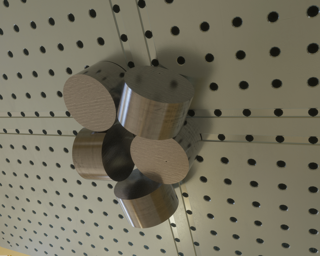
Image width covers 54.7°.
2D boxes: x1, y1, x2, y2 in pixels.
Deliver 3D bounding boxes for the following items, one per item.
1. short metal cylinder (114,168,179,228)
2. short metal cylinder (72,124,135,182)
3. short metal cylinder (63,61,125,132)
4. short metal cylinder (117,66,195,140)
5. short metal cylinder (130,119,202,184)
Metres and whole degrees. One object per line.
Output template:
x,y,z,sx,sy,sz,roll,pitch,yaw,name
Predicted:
-0.019,0.096,0.444,0.080,0.080,0.050,-6,116,31,short metal cylinder
-0.076,0.035,0.438,0.050,0.080,0.080,-3,117,29,short metal cylinder
-0.079,-0.042,0.410,0.080,0.050,0.079,14,125,21,short metal cylinder
-0.006,-0.031,0.360,0.080,0.080,0.050,25,127,12,short metal cylinder
0.009,0.026,0.407,0.080,0.050,0.079,13,124,20,short metal cylinder
